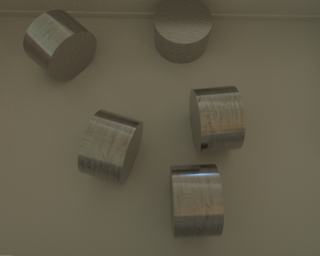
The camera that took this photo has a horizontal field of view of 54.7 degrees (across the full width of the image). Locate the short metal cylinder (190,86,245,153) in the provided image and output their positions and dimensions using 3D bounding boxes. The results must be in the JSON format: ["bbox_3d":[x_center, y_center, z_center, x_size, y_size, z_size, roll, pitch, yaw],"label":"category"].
[{"bbox_3d":[0.068,-0.011,0.385,0.050,0.080,0.080,-6,70,-2],"label":"short metal cylinder"}]

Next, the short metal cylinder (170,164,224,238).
[{"bbox_3d":[0.039,0.082,0.351,0.050,0.080,0.080,-2,70,-1],"label":"short metal cylinder"}]

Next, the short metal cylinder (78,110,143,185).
[{"bbox_3d":[-0.057,0.023,0.371,0.050,0.080,0.080,17,71,6],"label":"short metal cylinder"}]

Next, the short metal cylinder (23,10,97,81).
[{"bbox_3d":[-0.133,-0.110,0.419,0.050,0.080,0.080,41,75,13],"label":"short metal cylinder"}]

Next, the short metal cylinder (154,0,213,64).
[{"bbox_3d":[0.032,-0.141,0.448,0.081,0.050,0.080,0,70,0],"label":"short metal cylinder"}]
